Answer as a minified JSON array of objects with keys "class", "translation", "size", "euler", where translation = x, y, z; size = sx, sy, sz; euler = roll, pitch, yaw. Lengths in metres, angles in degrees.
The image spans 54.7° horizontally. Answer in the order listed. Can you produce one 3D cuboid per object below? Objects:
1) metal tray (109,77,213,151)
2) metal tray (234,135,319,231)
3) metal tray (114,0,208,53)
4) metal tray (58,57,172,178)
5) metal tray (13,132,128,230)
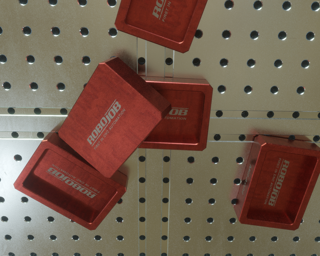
[{"class":"metal tray","translation":[-0.003,-0.019,0.403],"size":[0.131,0.030,0.089],"euler":[3,110,-2]},{"class":"metal tray","translation":[0.168,0.080,0.442],"size":[0.091,0.030,0.129],"euler":[9,110,-4]},{"class":"metal tray","translation":[0.011,-0.162,0.351],"size":[0.091,0.030,0.129],"euler":[18,109,-7]},{"class":"metal tray","translation":[-0.059,-0.008,0.375],"size":[0.090,0.030,0.129],"euler":[42,124,0]},{"class":"metal tray","translation":[-0.123,0.077,0.437],"size":[0.130,0.030,0.090],"euler":[34,106,-12]}]
